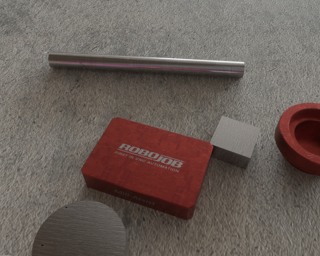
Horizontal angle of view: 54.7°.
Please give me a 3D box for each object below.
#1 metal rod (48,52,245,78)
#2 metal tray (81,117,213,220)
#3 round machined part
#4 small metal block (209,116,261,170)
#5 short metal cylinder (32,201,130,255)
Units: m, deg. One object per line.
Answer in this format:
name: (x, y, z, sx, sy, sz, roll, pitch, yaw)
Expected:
metal rod: (-0.022, -0.099, 0.486, 0.302, 0.025, 0.025, 4, 50, 3)
metal tray: (-0.012, 0.043, 0.364, 0.130, 0.030, 0.090, 16, 52, 12)
round machined part: (0.190, 0.018, 0.379, 0.099, 0.042, 0.098, 0, 50, 0)
small metal block: (0.093, 0.018, 0.389, 0.050, 0.025, 0.050, 20, 53, 16)
short metal cylinder: (-0.070, 0.116, 0.289, 0.081, 0.050, 0.080, 0, 50, 0)
